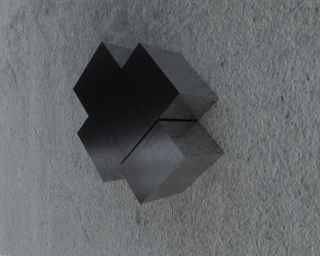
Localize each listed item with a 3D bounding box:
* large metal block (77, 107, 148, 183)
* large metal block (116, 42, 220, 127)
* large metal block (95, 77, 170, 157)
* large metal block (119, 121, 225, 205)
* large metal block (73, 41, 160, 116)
[{"bbox_3d":[-0.048,0.020,0.409,0.050,0.081,0.080,-50,61,28],"label":"large metal block"},{"bbox_3d":[0.010,-0.047,0.361,0.050,0.081,0.080,-50,61,28],"label":"large metal block"},{"bbox_3d":[-0.019,-0.014,0.385,0.050,0.081,0.080,-50,61,28],"label":"large metal block"},{"bbox_3d":[0.014,0.038,0.358,0.080,0.081,0.050,-49,61,28],"label":"large metal block"},{"bbox_3d":[-0.055,-0.060,0.414,0.080,0.081,0.050,-49,61,28],"label":"large metal block"}]
